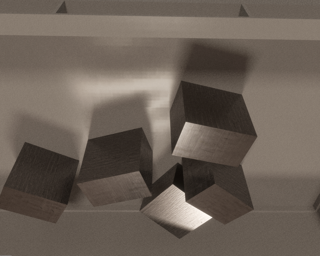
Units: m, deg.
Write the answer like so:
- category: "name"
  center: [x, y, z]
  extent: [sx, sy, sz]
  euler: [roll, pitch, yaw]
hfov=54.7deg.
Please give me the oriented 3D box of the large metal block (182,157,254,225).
- category: "large metal block"
  center: [0.080, 0.077, 0.440]
  extent: [0.080, 0.080, 0.050]
  euler: [35, 122, -27]

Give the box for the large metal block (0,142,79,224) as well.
- category: "large metal block"
  center: [-0.169, 0.077, 0.436]
  extent: [0.080, 0.080, 0.050]
  euler: [23, 126, -19]

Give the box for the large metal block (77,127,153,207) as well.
- category: "large metal block"
  center: [-0.056, 0.052, 0.416]
  extent: [0.080, 0.080, 0.050]
  euler: [-13, 129, 10]

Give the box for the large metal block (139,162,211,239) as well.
- category: "large metal block"
  center: [0.029, 0.113, 0.478]
  extent: [0.080, 0.050, 0.080]
  euler: [38, 121, -12]

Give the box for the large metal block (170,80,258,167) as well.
- category: "large metal block"
  center: [0.058, -0.006, 0.369]
  extent: [0.081, 0.080, 0.050]
  euler: [11, 129, -10]
